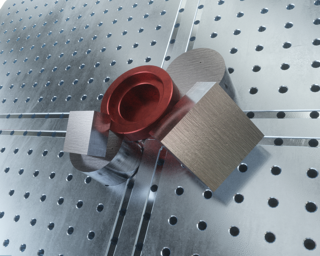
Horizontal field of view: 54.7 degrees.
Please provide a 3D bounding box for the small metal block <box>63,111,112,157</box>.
[{"bbox_3d":[-0.087,0.007,0.370,0.050,0.025,0.050,2,81,42],"label":"small metal block"}]

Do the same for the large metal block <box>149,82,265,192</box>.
[{"bbox_3d":[0.049,0.007,0.334,0.080,0.080,0.050,-47,17,-5],"label":"large metal block"}]

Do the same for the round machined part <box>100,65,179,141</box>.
[{"bbox_3d":[-0.022,-0.027,0.387,0.098,0.042,0.098,-13,56,21],"label":"round machined part"}]

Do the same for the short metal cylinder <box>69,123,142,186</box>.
[{"bbox_3d":[-0.071,0.030,0.411,0.080,0.050,0.080,-13,56,21],"label":"short metal cylinder"}]

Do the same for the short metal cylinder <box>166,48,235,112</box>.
[{"bbox_3d":[0.051,-0.056,0.399,0.080,0.050,0.080,-13,56,21],"label":"short metal cylinder"}]
